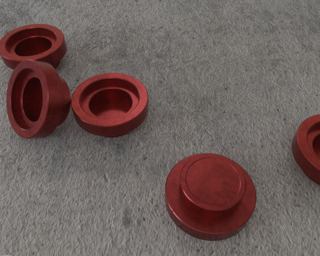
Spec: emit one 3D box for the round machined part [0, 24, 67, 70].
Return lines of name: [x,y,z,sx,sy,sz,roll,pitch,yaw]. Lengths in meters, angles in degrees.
round machined part: [-0.198,-0.120,0.492,0.099,0.042,0.098,0,50,0]

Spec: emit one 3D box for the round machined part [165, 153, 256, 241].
round machined part: [0.055,0.067,0.336,0.099,0.042,0.098,0,50,0]

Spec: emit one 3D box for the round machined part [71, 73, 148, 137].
round machined part: [-0.065,-0.026,0.413,0.099,0.042,0.098,1,50,-1]

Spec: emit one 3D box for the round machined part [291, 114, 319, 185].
round machined part: [0.206,0.032,0.366,0.099,0.042,0.098,0,50,0]

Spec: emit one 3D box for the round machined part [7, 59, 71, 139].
round machined part: [-0.152,-0.036,0.397,0.098,0.097,0.042,43,25,29]
